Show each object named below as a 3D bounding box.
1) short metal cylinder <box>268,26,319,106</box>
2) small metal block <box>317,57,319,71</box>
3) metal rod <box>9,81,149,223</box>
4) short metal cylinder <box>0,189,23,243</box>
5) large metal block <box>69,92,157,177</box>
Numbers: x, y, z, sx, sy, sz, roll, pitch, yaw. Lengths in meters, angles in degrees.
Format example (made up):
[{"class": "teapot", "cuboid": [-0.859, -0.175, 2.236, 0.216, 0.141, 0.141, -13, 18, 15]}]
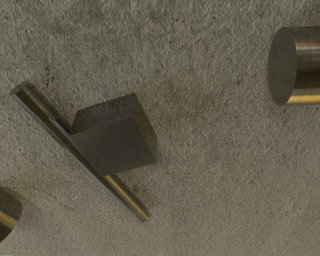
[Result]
[{"class": "short metal cylinder", "cuboid": [0.150, -0.063, 0.320, 0.050, 0.080, 0.079, -2, 130, 1]}, {"class": "small metal block", "cuboid": [0.210, -0.066, 0.338, 0.050, 0.050, 0.025, -2, 130, 1]}, {"class": "metal rod", "cuboid": [-0.098, 0.054, 0.451, 0.025, 0.025, 0.299, -22, 127, 17]}, {"class": "short metal cylinder", "cuboid": [-0.266, 0.138, 0.485, 0.080, 0.080, 0.050, -26, 126, 20]}, {"class": "large metal block", "cuboid": [-0.055, 0.011, 0.399, 0.080, 0.050, 0.080, -16, 129, 12]}]
